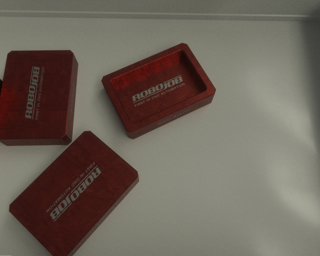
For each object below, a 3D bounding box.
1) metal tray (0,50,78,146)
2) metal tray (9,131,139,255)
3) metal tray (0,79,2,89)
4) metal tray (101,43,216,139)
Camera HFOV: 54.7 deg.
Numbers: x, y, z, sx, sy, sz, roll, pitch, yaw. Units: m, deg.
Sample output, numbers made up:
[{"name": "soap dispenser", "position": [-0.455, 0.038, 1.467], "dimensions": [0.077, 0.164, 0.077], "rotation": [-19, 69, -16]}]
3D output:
[{"name": "metal tray", "position": [-0.164, -0.042, 0.420], "dimensions": [0.091, 0.030, 0.130], "rotation": [-1, 70, -1]}, {"name": "metal tray", "position": [-0.100, 0.079, 0.377], "dimensions": [0.090, 0.030, 0.130], "rotation": [39, 74, 12]}, {"name": "metal tray", "position": [-0.250, -0.020, 0.379], "dimensions": [0.030, 0.090, 0.130], "rotation": [19, 71, 6]}, {"name": "metal tray", "position": [-0.002, -0.053, 0.426], "dimensions": [0.131, 0.030, 0.090], "rotation": [-25, 72, -9]}]
